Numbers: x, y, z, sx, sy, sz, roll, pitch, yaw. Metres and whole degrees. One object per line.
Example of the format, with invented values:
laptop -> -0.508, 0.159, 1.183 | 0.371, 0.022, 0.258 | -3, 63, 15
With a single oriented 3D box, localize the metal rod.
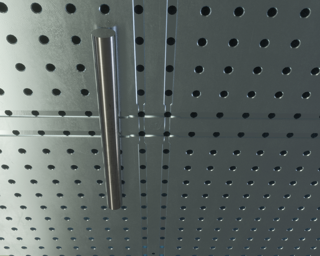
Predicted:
metal rod -> -0.067, 0.013, 0.421 | 0.025, 0.025, 0.298 | 2, 130, -2
